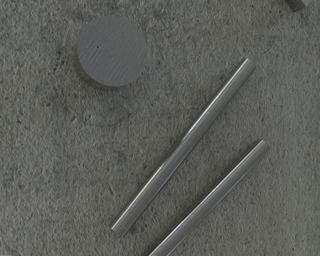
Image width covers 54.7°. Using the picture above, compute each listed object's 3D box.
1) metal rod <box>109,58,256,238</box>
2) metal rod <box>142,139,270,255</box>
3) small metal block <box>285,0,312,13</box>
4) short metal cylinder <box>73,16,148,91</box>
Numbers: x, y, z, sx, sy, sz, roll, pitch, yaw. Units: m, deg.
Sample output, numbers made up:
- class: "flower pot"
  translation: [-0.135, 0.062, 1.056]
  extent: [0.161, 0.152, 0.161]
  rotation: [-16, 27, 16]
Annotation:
- class: "metal rod"
  translation: [0.038, 0.018, 0.424]
  extent: [0.025, 0.025, 0.300]
  rotation: [43, 76, -15]
- class: "metal rod"
  translation: [0.047, 0.122, 0.427]
  extent: [0.301, 0.025, 0.025]
  rotation: [-41, 104, -16]
- class: "small metal block"
  translation: [0.222, -0.224, 0.493]
  extent: [0.050, 0.025, 0.050]
  rotation: [45, 76, -15]
- class: "short metal cylinder"
  translation: [-0.061, -0.087, 0.374]
  extent: [0.081, 0.050, 0.079]
  rotation: [0, 90, -21]
